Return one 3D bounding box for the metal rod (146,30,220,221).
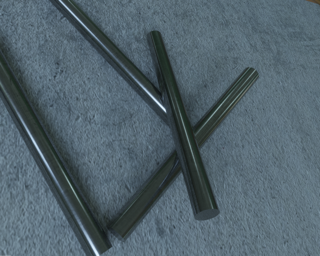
[{"bbox_3d":[0.018,-0.029,0.392,0.025,0.025,0.300,8,46,-24],"label":"metal rod"}]

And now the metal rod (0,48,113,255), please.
[{"bbox_3d":[-0.137,-0.001,0.329,0.025,0.025,0.299,-24,75,-37],"label":"metal rod"}]

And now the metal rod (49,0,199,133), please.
[{"bbox_3d":[-0.052,-0.088,0.428,0.300,0.025,0.025,47,51,4],"label":"metal rod"}]

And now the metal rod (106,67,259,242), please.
[{"bbox_3d":[0.046,0.014,0.389,0.025,0.025,0.301,43,60,1],"label":"metal rod"}]
